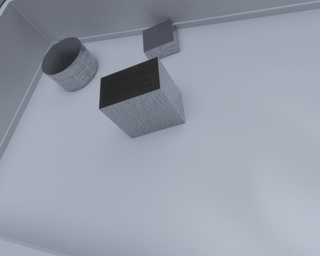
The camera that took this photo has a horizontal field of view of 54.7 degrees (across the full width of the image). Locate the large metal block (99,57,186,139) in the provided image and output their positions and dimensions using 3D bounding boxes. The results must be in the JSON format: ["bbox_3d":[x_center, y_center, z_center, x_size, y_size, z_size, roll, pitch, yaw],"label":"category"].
[{"bbox_3d":[-0.021,-0.035,0.402,0.080,0.080,0.050,-17,55,18],"label":"large metal block"}]

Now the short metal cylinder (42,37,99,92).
[{"bbox_3d":[-0.155,-0.109,0.535,0.080,0.050,0.080,-13,56,20],"label":"short metal cylinder"}]

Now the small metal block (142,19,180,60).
[{"bbox_3d":[0.001,-0.137,0.488,0.050,0.025,0.050,-17,55,18],"label":"small metal block"}]
